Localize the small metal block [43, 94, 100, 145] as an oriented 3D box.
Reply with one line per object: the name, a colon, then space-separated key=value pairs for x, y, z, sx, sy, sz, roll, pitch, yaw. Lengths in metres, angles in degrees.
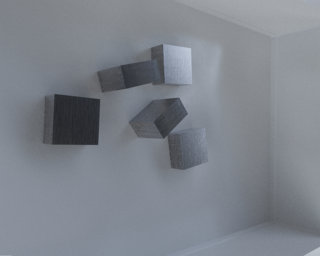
small metal block: x=-0.093 y=-0.008 z=0.328 sx=0.050 sy=0.025 sz=0.050 roll=3 pitch=88 yaw=-40

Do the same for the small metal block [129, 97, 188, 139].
small metal block: x=-0.002 y=-0.012 z=0.388 sx=0.050 sy=0.050 sz=0.025 roll=-45 pitch=117 yaw=-31

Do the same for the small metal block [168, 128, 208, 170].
small metal block: x=0.040 y=0.028 z=0.440 sx=0.050 sy=0.025 sz=0.050 roll=-12 pitch=98 yaw=-39

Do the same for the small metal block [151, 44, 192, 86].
small metal block: x=0.016 y=-0.083 z=0.420 sx=0.050 sy=0.025 sz=0.050 roll=-4 pitch=93 yaw=-40

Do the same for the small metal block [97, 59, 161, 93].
small metal block: x=-0.036 y=-0.060 z=0.360 sx=0.050 sy=0.050 sz=0.025 roll=-20 pitch=103 yaw=-38
